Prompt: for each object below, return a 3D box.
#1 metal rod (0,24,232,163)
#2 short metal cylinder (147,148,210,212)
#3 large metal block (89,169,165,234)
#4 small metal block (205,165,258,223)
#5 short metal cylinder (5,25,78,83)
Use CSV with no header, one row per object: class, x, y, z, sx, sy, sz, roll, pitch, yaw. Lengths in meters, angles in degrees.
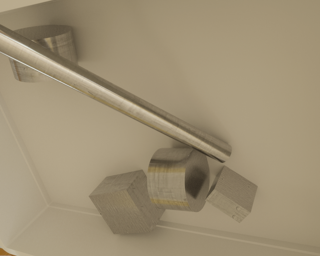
metal rod,-0.046,-0.032,0.338,0.301,0.025,0.025,27,132,-19
short metal cylinder,0.026,0.065,0.399,0.050,0.080,0.080,-3,117,29
large metal block,-0.051,0.119,0.491,0.080,0.050,0.080,-16,110,34
small metal block,0.092,0.083,0.395,0.050,0.050,0.025,33,128,6
short metal cylinder,-0.148,-0.096,0.390,0.080,0.080,0.050,10,123,22
